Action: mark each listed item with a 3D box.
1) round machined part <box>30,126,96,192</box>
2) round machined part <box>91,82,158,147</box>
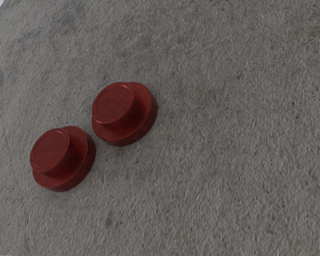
[{"bbox_3d":[-0.146,0.039,0.446,0.098,0.042,0.098,-13,56,21],"label":"round machined part"},{"bbox_3d":[-0.057,-0.026,0.439,0.098,0.042,0.098,-13,56,21],"label":"round machined part"}]
